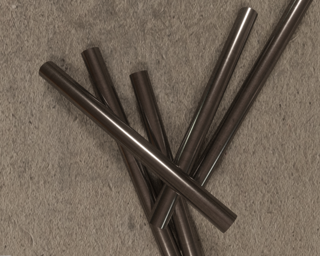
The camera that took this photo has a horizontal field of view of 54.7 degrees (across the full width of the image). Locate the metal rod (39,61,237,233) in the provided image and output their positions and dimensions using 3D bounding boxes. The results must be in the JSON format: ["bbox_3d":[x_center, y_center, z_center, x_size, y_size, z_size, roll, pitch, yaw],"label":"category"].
[{"bbox_3d":[-0.036,0.014,0.375,0.300,0.025,0.025,39,90,13],"label":"metal rod"}]

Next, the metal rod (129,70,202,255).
[{"bbox_3d":[0.014,0.071,0.410,0.025,0.025,0.298,-17,90,0],"label":"metal rod"}]

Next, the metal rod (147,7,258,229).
[{"bbox_3d":[0.057,-0.017,0.395,0.025,0.025,0.299,24,84,-1],"label":"metal rod"}]

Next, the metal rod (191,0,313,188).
[{"bbox_3d":[0.120,-0.051,0.411,0.025,0.025,0.299,30,90,-1],"label":"metal rod"}]

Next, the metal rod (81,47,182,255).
[{"bbox_3d":[-0.037,0.037,0.409,0.025,0.025,0.299,-22,90,0],"label":"metal rod"}]
